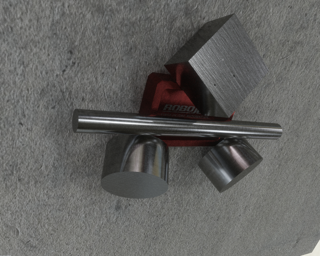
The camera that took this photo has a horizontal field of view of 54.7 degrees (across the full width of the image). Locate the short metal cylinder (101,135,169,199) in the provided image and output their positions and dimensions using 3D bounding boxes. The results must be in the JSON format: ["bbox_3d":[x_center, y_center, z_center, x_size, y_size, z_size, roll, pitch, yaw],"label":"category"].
[{"bbox_3d":[-0.029,0.049,0.383,0.080,0.050,0.080,1,146,1],"label":"short metal cylinder"}]

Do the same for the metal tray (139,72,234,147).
[{"bbox_3d":[0.038,-0.021,0.414,0.131,0.030,0.089,2,118,-29],"label":"metal tray"}]

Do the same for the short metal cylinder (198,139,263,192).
[{"bbox_3d":[0.104,0.052,0.460,0.080,0.050,0.080,-32,158,-15],"label":"short metal cylinder"}]

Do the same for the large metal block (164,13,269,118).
[{"bbox_3d":[0.066,-0.069,0.357,0.080,0.050,0.080,-48,115,-16],"label":"large metal block"}]

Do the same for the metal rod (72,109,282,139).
[{"bbox_3d":[0.044,-0.001,0.393,0.302,0.025,0.025,3,117,-30],"label":"metal rod"}]
